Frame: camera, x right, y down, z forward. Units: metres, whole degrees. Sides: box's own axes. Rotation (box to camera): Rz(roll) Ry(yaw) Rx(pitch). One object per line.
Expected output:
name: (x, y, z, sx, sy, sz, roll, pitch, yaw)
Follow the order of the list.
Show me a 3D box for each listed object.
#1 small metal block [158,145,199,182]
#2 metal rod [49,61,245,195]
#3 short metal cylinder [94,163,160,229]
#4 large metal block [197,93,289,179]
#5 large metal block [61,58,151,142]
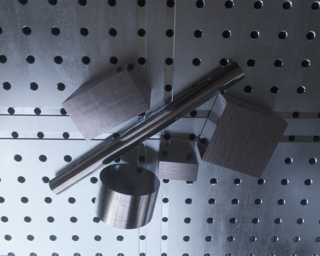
small metal block: (0.023, 0.047, 0.418, 0.050, 0.050, 0.025, 5, 110, -2)
metal rod: (-0.025, 0.005, 0.414, 0.300, 0.025, 0.025, -32, 107, 11)
short metal cylinder: (-0.044, 0.089, 0.416, 0.081, 0.080, 0.050, 11, 110, -5)
large metal block: (0.103, 0.009, 0.402, 0.080, 0.050, 0.079, 18, 109, -7)
large metal block: (-0.059, -0.037, 0.370, 0.080, 0.080, 0.050, -27, 108, 9)
